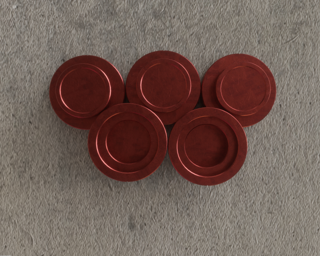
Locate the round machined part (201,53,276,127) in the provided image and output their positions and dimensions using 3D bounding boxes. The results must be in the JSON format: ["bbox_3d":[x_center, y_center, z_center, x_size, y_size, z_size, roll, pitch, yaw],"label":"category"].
[{"bbox_3d":[0.103,-0.049,0.404,0.099,0.042,0.097,0,90,-1],"label":"round machined part"}]

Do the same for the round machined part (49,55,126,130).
[{"bbox_3d":[-0.095,-0.046,0.401,0.099,0.042,0.097,0,90,-1],"label":"round machined part"}]

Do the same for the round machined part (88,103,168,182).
[{"bbox_3d":[-0.040,0.018,0.402,0.099,0.042,0.097,0,90,-1],"label":"round machined part"}]

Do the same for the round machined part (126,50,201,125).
[{"bbox_3d":[0.004,-0.053,0.403,0.099,0.042,0.097,0,90,-1],"label":"round machined part"}]

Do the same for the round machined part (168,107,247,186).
[{"bbox_3d":[0.059,0.023,0.403,0.099,0.042,0.097,0,90,-1],"label":"round machined part"}]
